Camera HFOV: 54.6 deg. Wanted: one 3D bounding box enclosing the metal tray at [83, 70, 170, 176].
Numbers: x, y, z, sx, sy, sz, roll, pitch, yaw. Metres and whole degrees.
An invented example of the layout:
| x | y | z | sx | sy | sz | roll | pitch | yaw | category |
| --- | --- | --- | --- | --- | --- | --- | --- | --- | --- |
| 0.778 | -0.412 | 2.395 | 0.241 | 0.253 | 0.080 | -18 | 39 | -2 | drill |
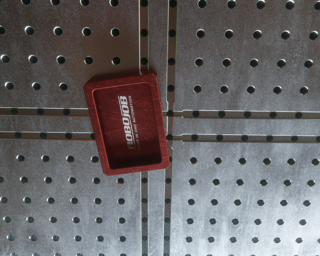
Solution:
| x | y | z | sx | sy | sz | roll | pitch | yaw | category |
| --- | --- | --- | --- | --- | --- | --- | --- | --- | --- |
| -0.040 | -0.005 | 0.408 | 0.090 | 0.030 | 0.129 | -8 | 110 | 2 | metal tray |
